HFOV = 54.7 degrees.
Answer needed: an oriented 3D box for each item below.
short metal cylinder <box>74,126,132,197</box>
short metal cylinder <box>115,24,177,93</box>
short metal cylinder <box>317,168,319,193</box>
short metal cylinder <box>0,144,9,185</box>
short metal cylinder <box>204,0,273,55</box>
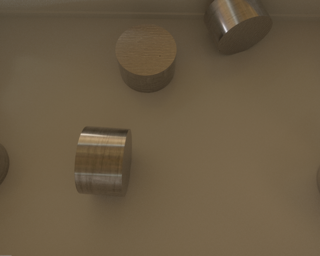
[{"bbox_3d":[-0.064,0.039,0.366,0.050,0.080,0.080,4,70,1],"label":"short metal cylinder"},{"bbox_3d":[-0.018,-0.096,0.431,0.081,0.050,0.080,0,70,0],"label":"short metal cylinder"},{"bbox_3d":[0.230,0.060,0.362,0.080,0.050,0.080,-7,70,19],"label":"short metal cylinder"},{"bbox_3d":[-0.237,0.043,0.379,0.081,0.050,0.080,0,70,0],"label":"short metal cylinder"},{"bbox_3d":[0.108,-0.148,0.435,0.080,0.080,0.050,-18,71,-7],"label":"short metal cylinder"}]
